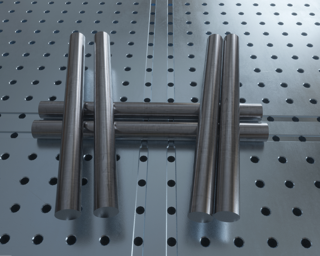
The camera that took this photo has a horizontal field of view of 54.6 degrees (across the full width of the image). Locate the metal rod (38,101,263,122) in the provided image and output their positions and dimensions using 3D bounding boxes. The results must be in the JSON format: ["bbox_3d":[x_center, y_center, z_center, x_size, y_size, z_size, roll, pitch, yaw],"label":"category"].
[{"bbox_3d":[-0.013,-0.023,0.428,0.302,0.025,0.025,1,50,0],"label":"metal rod"}]

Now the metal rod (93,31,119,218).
[{"bbox_3d":[-0.073,-0.030,0.401,0.025,0.025,0.300,-6,50,-5],"label":"metal rod"}]

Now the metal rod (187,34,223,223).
[{"bbox_3d":[0.064,-0.026,0.398,0.025,0.025,0.300,7,50,6],"label":"metal rod"}]

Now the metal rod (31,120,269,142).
[{"bbox_3d":[-0.013,0.004,0.406,0.302,0.025,0.025,1,50,0],"label":"metal rod"}]

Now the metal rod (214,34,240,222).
[{"bbox_3d":[0.090,-0.026,0.399,0.025,0.025,0.300,7,50,6],"label":"metal rod"}]

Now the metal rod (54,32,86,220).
[{"bbox_3d":[-0.111,-0.028,0.399,0.025,0.025,0.300,-6,50,-5],"label":"metal rod"}]
